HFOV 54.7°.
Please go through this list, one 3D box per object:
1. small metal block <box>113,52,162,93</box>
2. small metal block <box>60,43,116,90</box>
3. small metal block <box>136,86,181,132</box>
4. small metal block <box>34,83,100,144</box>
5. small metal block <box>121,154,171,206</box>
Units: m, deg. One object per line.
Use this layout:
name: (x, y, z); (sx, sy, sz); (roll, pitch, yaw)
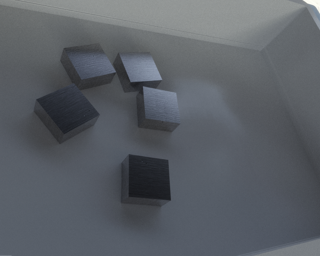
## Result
small metal block: (-0.032, -0.080, 0.438); (0.050, 0.025, 0.050); (-10, 67, -33)
small metal block: (-0.094, -0.081, 0.405); (0.050, 0.025, 0.050); (-21, 73, -36)
small metal block: (-0.003, -0.025, 0.421); (0.050, 0.025, 0.050); (8, 58, -24)
small metal block: (-0.108, -0.017, 0.359); (0.050, 0.025, 0.050); (-35, 82, -39)
small metal block: (-0.017, 0.062, 0.360); (0.050, 0.025, 0.050); (11, 57, -23)
